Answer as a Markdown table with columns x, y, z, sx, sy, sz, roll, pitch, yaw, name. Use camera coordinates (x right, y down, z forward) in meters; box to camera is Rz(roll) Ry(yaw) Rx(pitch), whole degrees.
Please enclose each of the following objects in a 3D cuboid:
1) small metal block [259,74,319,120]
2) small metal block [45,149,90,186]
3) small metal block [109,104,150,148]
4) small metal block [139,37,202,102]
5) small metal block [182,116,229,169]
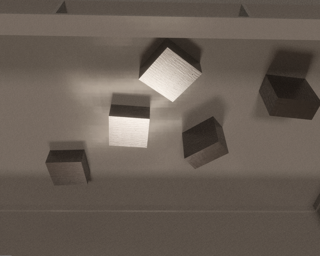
| x | y | z | sx | sy | sz | roll | pitch | yaw | name |
| --- | --- | --- | --- | --- | --- | --- | --- | --- | --- |
| 0.151 | -0.037 | 0.364 | 0.050 | 0.050 | 0.025 | 6 | 130 | -5 | small metal block |
| -0.134 | 0.059 | 0.457 | 0.050 | 0.025 | 0.050 | -2 | 130 | 1 | small metal block |
| -0.040 | -0.002 | 0.407 | 0.050 | 0.025 | 0.050 | 4 | 130 | -4 | small metal block |
| 0.011 | -0.065 | 0.354 | 0.050 | 0.025 | 0.050 | 32 | 123 | -25 | small metal block |
| 0.059 | 0.019 | 0.410 | 0.050 | 0.050 | 0.025 | -30 | 124 | 22 | small metal block |
